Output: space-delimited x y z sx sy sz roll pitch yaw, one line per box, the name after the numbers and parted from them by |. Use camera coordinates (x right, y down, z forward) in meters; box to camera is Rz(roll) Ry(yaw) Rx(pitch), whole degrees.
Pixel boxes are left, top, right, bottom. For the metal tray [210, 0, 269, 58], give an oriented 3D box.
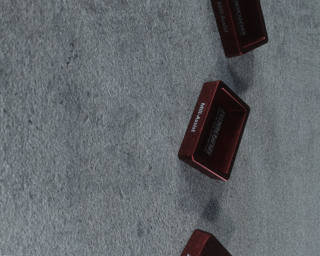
0.130 -0.191 0.508 0.091 0.030 0.129 -30 109 -36 | metal tray

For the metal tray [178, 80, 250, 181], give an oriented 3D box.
0.086 0.004 0.472 0.090 0.030 0.130 34 69 -35 | metal tray

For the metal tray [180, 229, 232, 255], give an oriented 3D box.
0.054 0.226 0.447 0.090 0.030 0.130 51 60 -28 | metal tray
